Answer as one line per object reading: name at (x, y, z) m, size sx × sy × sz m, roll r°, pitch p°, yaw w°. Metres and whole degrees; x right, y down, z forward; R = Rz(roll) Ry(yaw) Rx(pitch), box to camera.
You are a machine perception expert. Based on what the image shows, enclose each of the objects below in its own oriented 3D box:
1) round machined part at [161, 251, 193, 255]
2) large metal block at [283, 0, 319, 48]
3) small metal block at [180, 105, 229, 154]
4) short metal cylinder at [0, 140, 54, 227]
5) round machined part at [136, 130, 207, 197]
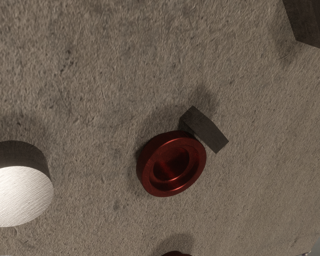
round machined part at (0.023, 0.270, 0.578) m, size 0.099 × 0.042 × 0.097 m, roll -14°, pitch 125°, yaw -21°
large metal block at (0.219, -0.166, 0.410) m, size 0.080 × 0.050 × 0.080 m, roll -42°, pitch 130°, yaw 1°
small metal block at (0.061, 0.002, 0.427) m, size 0.025 × 0.050 × 0.050 m, roll -44°, pitch 130°, yaw 2°
short metal cylinder at (-0.163, 0.061, 0.340) m, size 0.081 × 0.050 × 0.079 m, roll -14°, pitch 125°, yaw -21°
round machined part at (0.012, 0.045, 0.432) m, size 0.099 × 0.042 × 0.097 m, roll -14°, pitch 125°, yaw -21°
